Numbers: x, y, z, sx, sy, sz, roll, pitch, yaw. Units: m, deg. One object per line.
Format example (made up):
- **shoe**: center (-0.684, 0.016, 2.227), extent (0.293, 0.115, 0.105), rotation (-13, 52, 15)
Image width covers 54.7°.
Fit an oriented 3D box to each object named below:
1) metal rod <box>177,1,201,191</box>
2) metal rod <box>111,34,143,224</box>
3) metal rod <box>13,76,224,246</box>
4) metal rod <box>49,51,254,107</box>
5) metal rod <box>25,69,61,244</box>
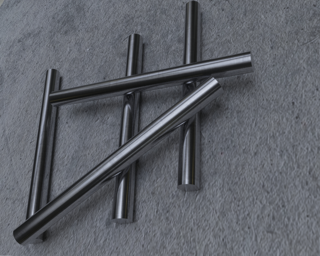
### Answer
- **metal rod**: center (0.042, -0.063, 0.420), extent (0.025, 0.025, 0.299), rotation (-9, 57, 23)
- **metal rod**: center (-0.042, -0.020, 0.438), extent (0.025, 0.025, 0.299), rotation (-13, 56, 21)
- **metal rod**: center (-0.051, 0.041, 0.372), extent (0.300, 0.025, 0.025), rotation (-38, 51, 2)
- **metal rod**: center (-0.028, -0.061, 0.422), extent (0.300, 0.025, 0.025), rotation (-7, 59, 24)
- **metal rod**: center (-0.180, 0.023, 0.484), extent (0.025, 0.025, 0.299), rotation (-19, 54, 17)
